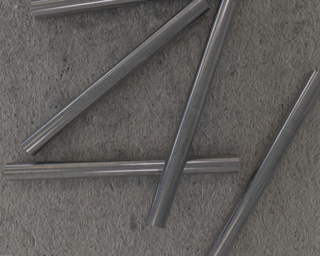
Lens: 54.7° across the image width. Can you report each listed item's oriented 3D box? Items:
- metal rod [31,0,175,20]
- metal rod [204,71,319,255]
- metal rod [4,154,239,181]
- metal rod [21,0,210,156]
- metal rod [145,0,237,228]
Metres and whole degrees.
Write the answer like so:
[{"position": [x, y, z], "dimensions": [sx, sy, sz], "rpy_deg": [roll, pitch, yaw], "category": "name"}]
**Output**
[{"position": [-0.015, -0.178, 0.409], "dimensions": [0.302, 0.025, 0.025], "rpy_deg": [-9, 90, 0], "category": "metal rod"}, {"position": [0.136, 0.060, 0.410], "dimensions": [0.025, 0.025, 0.299], "rpy_deg": [30, 90, 0], "category": "metal rod"}, {"position": [-0.049, 0.052, 0.409], "dimensions": [0.302, 0.025, 0.025], "rpy_deg": [-2, 90, 0], "category": "metal rod"}, {"position": [-0.058, -0.069, 0.409], "dimensions": [0.300, 0.025, 0.025], "rpy_deg": [-40, 90, 0], "category": "metal rod"}, {"position": [0.042, -0.024, 0.393], "dimensions": [0.025, 0.025, 0.299], "rpy_deg": [19, 83, 0], "category": "metal rod"}]
